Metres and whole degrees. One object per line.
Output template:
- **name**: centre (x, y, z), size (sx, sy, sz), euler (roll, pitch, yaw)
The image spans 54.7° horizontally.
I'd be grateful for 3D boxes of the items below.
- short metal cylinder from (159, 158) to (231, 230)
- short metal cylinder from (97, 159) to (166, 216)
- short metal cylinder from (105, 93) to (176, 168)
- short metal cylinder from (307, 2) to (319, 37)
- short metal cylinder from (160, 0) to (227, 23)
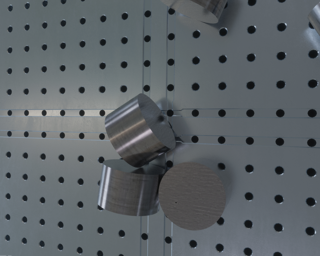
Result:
- **short metal cylinder**: centre (0.045, 0.079, 0.383), size (0.080, 0.050, 0.079), euler (0, 90, 20)
- **short metal cylinder**: centre (-0.036, 0.073, 0.396), size (0.080, 0.080, 0.050), euler (11, 94, 19)
- **short metal cylinder**: centre (-0.024, 0.003, 0.392), size (0.050, 0.080, 0.080), euler (-32, 80, 17)
- **short metal cylinder**: centre (0.201, -0.116, 0.312), size (0.080, 0.080, 0.050), euler (-31, 80, 17)
- **short metal cylinder**: centre (0.043, -0.166, 0.368), size (0.080, 0.080, 0.050), euler (26, 99, 18)
